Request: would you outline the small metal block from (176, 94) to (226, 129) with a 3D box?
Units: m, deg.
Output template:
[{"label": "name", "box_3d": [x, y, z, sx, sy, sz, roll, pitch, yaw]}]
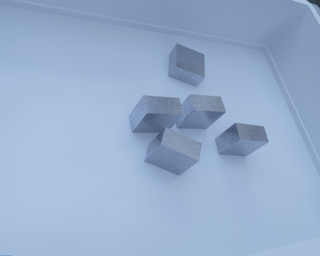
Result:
[{"label": "small metal block", "box_3d": [0.054, -0.021, 0.432, 0.050, 0.050, 0.025, 1, 61, -28]}]

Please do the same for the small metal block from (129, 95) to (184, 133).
[{"label": "small metal block", "box_3d": [-0.006, -0.016, 0.396, 0.050, 0.050, 0.025, 2, 61, -28]}]

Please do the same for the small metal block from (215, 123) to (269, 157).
[{"label": "small metal block", "box_3d": [0.115, 0.018, 0.441, 0.050, 0.050, 0.025, 6, 59, -25]}]

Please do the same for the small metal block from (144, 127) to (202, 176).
[{"label": "small metal block", "box_3d": [0.015, 0.030, 0.379, 0.050, 0.050, 0.025, 24, 53, -14]}]

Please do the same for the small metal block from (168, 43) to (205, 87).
[{"label": "small metal block", "box_3d": [0.042, -0.099, 0.489, 0.050, 0.025, 0.050, 17, 55, -19]}]
